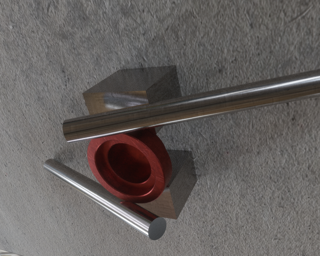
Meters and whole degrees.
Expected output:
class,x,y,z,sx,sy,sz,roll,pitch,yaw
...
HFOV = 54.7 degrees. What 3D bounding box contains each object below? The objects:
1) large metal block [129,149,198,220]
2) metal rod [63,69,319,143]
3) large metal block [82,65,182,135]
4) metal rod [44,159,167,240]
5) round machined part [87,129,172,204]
class,x,y,z,sx,sy,sz,roll,pitch,yaw
large metal block,-0.004,0.070,0.417,0.080,0.080,0.050,1,119,27
metal rod,0.053,-0.024,0.295,0.301,0.025,0.025,-11,115,8
large metal block,-0.028,-0.035,0.365,0.080,0.080,0.050,1,119,27
metal rod,-0.099,0.087,0.440,0.300,0.025,0.025,12,127,49
round machined part,-0.031,0.036,0.358,0.098,0.042,0.097,13,124,20
